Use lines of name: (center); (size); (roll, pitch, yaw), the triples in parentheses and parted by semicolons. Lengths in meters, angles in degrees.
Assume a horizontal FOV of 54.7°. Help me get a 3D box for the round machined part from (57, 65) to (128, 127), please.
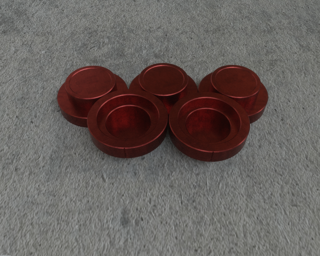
round machined part: (-0.094, -0.051, 0.435); (0.099, 0.042, 0.098); (0, 50, 0)

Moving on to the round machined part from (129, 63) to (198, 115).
round machined part: (0.005, -0.055, 0.440); (0.099, 0.042, 0.098); (0, 50, 0)

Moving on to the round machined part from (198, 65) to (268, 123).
round machined part: (0.104, -0.052, 0.439); (0.099, 0.042, 0.098); (0, 50, 0)

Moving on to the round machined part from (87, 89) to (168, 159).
round machined part: (-0.039, -0.001, 0.394); (0.099, 0.042, 0.098); (0, 50, 0)

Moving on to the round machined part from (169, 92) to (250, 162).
round machined part: (0.060, 0.003, 0.392); (0.099, 0.042, 0.098); (0, 50, 0)
